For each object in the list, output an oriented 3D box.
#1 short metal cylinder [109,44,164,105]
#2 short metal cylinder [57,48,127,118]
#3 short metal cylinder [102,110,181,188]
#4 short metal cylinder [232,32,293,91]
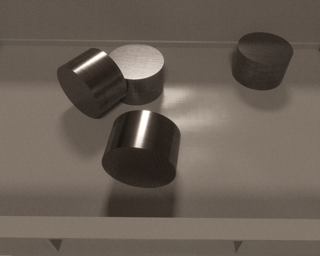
[{"bbox_3d":[-0.035,-0.079,0.455,0.081,0.050,0.080,1,50,0],"label":"short metal cylinder"},{"bbox_3d":[-0.092,-0.060,0.419,0.080,0.080,0.050,33,57,24],"label":"short metal cylinder"},{"bbox_3d":[-0.019,0.025,0.348,0.080,0.080,0.050,7,51,5],"label":"short metal cylinder"},{"bbox_3d":[0.156,-0.104,0.478,0.081,0.050,0.080,0,50,0],"label":"short metal cylinder"}]
